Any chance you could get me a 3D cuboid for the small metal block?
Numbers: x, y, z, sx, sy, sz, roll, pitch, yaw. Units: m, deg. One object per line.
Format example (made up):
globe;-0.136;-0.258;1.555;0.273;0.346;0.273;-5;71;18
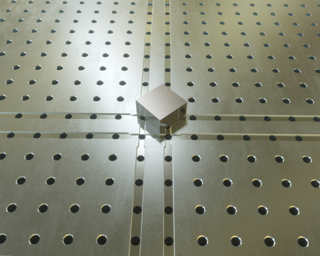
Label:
small metal block;0.002;-0.029;0.432;0.050;0.025;0.050;-34;58;-26
